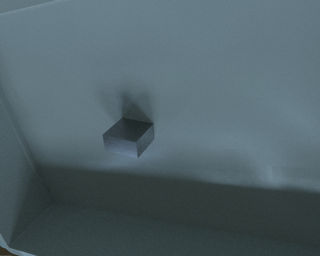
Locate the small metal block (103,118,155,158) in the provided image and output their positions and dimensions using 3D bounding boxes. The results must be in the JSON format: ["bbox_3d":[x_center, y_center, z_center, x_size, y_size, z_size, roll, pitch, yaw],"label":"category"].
[{"bbox_3d":[-0.041,0.012,0.423,0.050,0.050,0.025,11,123,22],"label":"small metal block"}]
